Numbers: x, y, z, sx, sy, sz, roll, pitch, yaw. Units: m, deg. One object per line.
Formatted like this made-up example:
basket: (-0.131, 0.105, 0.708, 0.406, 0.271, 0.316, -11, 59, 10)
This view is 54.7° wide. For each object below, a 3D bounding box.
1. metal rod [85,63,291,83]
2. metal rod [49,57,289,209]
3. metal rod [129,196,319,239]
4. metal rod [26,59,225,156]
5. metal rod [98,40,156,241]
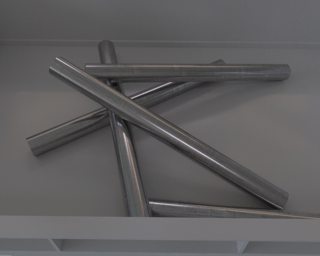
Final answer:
metal rod: (0.051, -0.077, 0.432, 0.302, 0.025, 0.025, -4, 49, -19)
metal rod: (0.005, 0.004, 0.353, 0.301, 0.025, 0.025, 31, 55, 5)
metal rod: (0.118, 0.098, 0.323, 0.302, 0.025, 0.025, 5, 50, 4)
metal rod: (-0.032, -0.036, 0.434, 0.302, 0.025, 0.025, -25, 55, -20)
metal rod: (-0.049, -0.013, 0.381, 0.025, 0.025, 0.300, -10, 51, -8)
